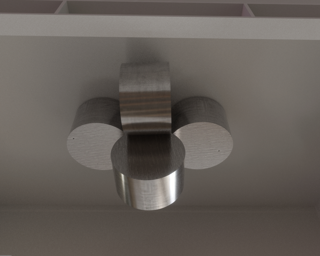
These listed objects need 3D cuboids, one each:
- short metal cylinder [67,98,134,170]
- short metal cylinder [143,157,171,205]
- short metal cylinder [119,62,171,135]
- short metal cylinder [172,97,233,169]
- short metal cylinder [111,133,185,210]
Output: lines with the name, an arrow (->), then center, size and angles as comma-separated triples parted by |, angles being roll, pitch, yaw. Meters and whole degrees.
short metal cylinder -> -0.073, 0.008, 0.397 | 0.081, 0.050, 0.079 | 0, 130, 0
short metal cylinder -> -0.012, 0.066, 0.426 | 0.050, 0.080, 0.079 | -2, 130, 1
short metal cylinder -> -0.014, -0.032, 0.342 | 0.050, 0.080, 0.079 | -2, 130, 1
short metal cylinder -> 0.049, 0.007, 0.396 | 0.081, 0.050, 0.079 | 0, 130, 0
short metal cylinder -> -0.012, 0.045, 0.350 | 0.080, 0.080, 0.050 | -1, 130, 0
